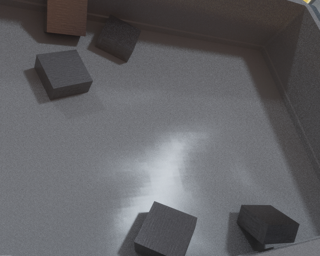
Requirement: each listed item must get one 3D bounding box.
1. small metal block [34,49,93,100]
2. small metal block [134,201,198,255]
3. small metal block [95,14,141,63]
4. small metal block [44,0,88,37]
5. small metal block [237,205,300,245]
[{"bbox_3d":[-0.119,-0.067,0.383,0.050,0.025,0.050,-19,72,-36],"label":"small metal block"},{"bbox_3d":[0.007,0.113,0.329,0.050,0.025,0.050,18,49,15],"label":"small metal block"},{"bbox_3d":[-0.061,-0.132,0.455,0.050,0.025,0.050,24,53,-14],"label":"small metal block"},{"bbox_3d":[-0.126,-0.151,0.413,0.050,0.050,0.025,-2,18,-30],"label":"small metal block"},{"bbox_3d":[0.135,0.120,0.389,0.050,0.050,0.025,7,101,-25],"label":"small metal block"}]
